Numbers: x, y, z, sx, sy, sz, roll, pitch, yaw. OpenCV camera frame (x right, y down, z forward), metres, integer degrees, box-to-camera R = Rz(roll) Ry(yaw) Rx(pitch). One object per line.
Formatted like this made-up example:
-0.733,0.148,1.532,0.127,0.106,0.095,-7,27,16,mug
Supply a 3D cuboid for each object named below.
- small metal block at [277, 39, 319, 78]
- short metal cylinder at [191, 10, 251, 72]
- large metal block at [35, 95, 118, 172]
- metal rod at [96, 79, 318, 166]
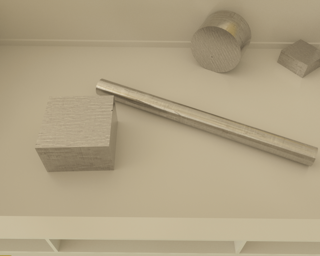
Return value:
0.230,-0.114,0.504,0.050,0.025,0.050,-30,57,-23,small metal block
0.095,-0.134,0.484,0.080,0.080,0.050,22,54,17,short metal cylinder
-0.097,0.006,0.382,0.081,0.050,0.080,-1,50,-2,large metal block
0.050,-0.013,0.416,0.301,0.025,0.025,19,53,15,metal rod
